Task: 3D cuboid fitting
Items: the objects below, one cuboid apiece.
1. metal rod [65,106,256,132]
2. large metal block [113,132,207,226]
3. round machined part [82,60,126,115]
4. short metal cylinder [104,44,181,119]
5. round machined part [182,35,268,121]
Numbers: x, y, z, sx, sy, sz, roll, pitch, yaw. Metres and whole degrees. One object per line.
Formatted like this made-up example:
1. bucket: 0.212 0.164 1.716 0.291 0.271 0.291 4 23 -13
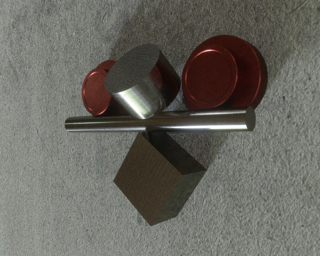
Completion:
1. metal rod: -0.026 -0.007 0.400 0.300 0.025 0.025 -1 90 40
2. large metal block: -0.002 0.060 0.389 0.080 0.050 0.080 43 116 31
3. round machined part: -0.079 -0.052 0.459 0.098 0.042 0.097 0 90 40
4. short metal cylinder: -0.021 -0.058 0.384 0.080 0.050 0.080 -23 42 23
5. round machined part: 0.063 -0.054 0.343 0.098 0.042 0.097 0 90 40
